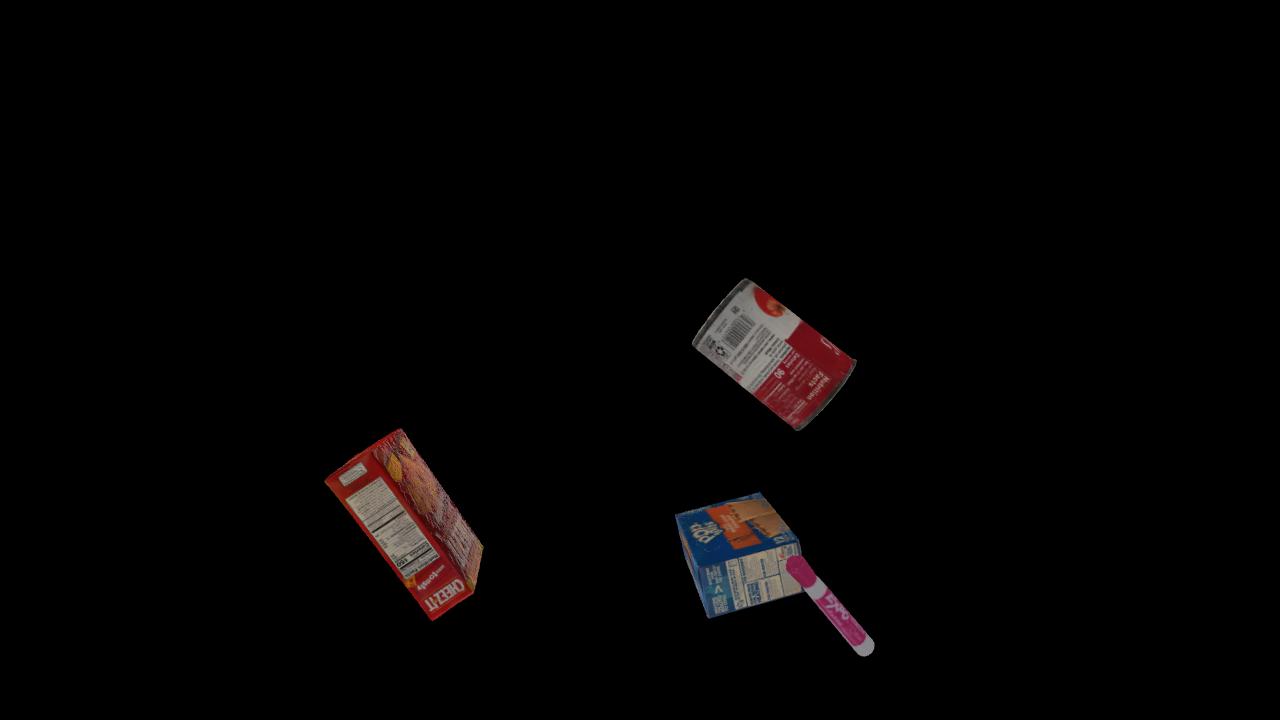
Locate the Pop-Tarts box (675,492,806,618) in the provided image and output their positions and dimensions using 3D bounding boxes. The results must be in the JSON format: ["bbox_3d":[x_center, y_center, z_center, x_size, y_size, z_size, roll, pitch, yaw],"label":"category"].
[{"bbox_3d":[0.138,0.271,0.881,0.141,0.083,0.167,-14,11,-4],"label":"Pop-Tarts box"}]

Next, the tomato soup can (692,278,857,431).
[{"bbox_3d":[0.097,-0.005,0.456,0.101,0.068,0.068,39,6,8],"label":"tomato soup can"}]

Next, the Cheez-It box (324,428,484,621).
[{"bbox_3d":[-0.301,0.210,0.821,0.071,0.223,0.166,-33,8,-5],"label":"Cheez-It box"}]

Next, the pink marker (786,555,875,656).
[{"bbox_3d":[0.167,0.215,0.541,0.020,0.121,0.020,-37,15,11],"label":"pink marker"}]
